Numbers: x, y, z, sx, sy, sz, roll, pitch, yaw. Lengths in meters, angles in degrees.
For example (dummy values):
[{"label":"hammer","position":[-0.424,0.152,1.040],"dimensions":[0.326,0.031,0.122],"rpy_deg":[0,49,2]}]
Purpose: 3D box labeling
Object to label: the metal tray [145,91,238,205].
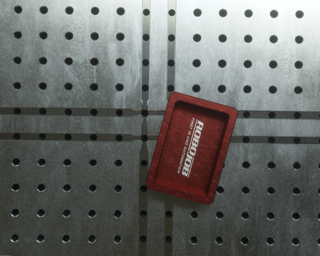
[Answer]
[{"label":"metal tray","position":[0.041,0.026,0.411],"dimensions":[0.090,0.030,0.129],"rpy_deg":[15,90,0]}]
